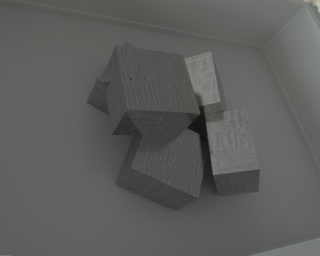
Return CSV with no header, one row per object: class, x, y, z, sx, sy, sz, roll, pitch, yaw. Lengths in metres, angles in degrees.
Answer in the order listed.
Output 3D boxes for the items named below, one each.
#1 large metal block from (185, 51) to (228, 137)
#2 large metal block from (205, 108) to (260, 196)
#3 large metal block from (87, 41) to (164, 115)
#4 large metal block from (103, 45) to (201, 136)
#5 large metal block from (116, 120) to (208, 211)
large metal block,0.059,-0.042,0.419,0.080,0.050,0.080,53,29,-55
large metal block,0.091,0.033,0.391,0.050,0.080,0.080,-9,59,11
large metal block,-0.035,-0.053,0.403,0.080,0.050,0.080,32,51,-8
large metal block,-0.012,-0.039,0.340,0.081,0.050,0.080,2,60,-26
large metal block,0.005,0.039,0.364,0.080,0.050,0.080,27,52,-12
